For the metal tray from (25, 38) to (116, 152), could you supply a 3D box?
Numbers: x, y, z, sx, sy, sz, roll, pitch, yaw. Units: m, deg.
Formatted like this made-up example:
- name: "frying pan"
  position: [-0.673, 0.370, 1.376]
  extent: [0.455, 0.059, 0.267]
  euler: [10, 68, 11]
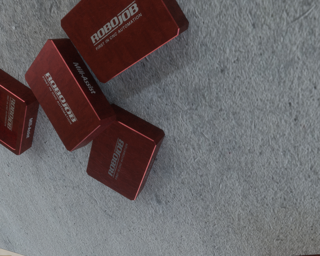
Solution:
- name: "metal tray"
  position: [-0.125, -0.044, 0.422]
  extent: [0.090, 0.030, 0.130]
  euler: [-36, 84, 38]

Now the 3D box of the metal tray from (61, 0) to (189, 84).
- name: "metal tray"
  position: [-0.044, -0.118, 0.354]
  extent: [0.130, 0.030, 0.090]
  euler: [-24, 106, 36]

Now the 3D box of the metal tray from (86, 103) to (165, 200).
- name: "metal tray"
  position: [-0.055, 0.039, 0.457]
  extent: [0.090, 0.030, 0.129]
  euler: [28, 128, 10]

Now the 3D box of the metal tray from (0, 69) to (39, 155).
- name: "metal tray"
  position: [-0.256, -0.024, 0.523]
  extent: [0.090, 0.030, 0.129]
  euler: [33, 129, 6]
